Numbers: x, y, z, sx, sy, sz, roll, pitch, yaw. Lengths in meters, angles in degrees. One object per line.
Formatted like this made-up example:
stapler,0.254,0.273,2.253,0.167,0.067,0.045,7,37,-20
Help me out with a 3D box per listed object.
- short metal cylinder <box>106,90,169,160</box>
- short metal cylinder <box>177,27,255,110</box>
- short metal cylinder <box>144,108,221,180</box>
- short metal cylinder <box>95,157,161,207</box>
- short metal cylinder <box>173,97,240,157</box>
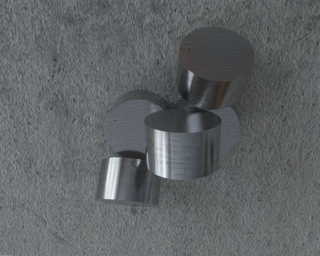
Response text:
short metal cylinder,-0.025,-0.004,0.395,0.081,0.050,0.079,0,110,-1
short metal cylinder,0.060,-0.067,0.350,0.081,0.080,0.050,1,148,-1
short metal cylinder,0.024,0.014,0.334,0.081,0.080,0.050,-1,110,0
short metal cylinder,-0.039,0.072,0.401,0.081,0.080,0.050,7,71,-3
short metal cylinder,0.056,-0.006,0.396,0.081,0.050,0.079,0,110,-1
